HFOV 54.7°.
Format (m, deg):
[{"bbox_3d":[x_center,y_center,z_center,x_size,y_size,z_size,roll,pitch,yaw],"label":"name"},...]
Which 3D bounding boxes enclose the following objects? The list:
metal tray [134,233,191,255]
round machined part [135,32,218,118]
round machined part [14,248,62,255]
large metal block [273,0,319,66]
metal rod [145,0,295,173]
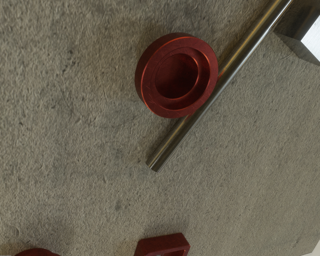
[{"bbox_3d":[-0.007,0.252,0.555,0.091,0.030,0.129,2,118,-30],"label":"metal tray"},{"bbox_3d":[0.016,-0.064,0.365,0.099,0.042,0.097,-14,124,-21],"label":"round machined part"},{"bbox_3d":[-0.177,0.206,0.427,0.099,0.042,0.097,-14,124,-21],"label":"round machined part"},{"bbox_3d":[0.217,-0.140,0.423,0.080,0.050,0.080,24,105,-37],"label":"large metal block"},{"bbox_3d":[0.079,-0.063,0.411,0.025,0.025,0.299,30,102,-38],"label":"metal rod"}]
